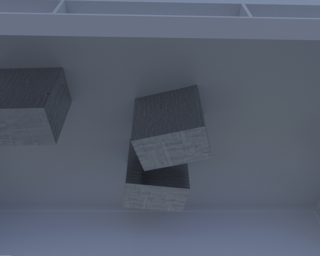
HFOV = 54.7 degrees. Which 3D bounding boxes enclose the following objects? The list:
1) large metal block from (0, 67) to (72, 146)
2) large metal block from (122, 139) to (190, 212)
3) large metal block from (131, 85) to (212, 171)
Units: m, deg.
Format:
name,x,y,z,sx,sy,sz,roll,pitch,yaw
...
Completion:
name,x,y,z,sx,sy,sz,roll,pitch,yaw
large metal block,-0.153,-0.026,0.349,0.081,0.080,0.050,-1,130,0
large metal block,-0.006,0.065,0.428,0.081,0.080,0.050,7,130,-6
large metal block,0.014,-0.001,0.372,0.080,0.080,0.050,-12,129,9
